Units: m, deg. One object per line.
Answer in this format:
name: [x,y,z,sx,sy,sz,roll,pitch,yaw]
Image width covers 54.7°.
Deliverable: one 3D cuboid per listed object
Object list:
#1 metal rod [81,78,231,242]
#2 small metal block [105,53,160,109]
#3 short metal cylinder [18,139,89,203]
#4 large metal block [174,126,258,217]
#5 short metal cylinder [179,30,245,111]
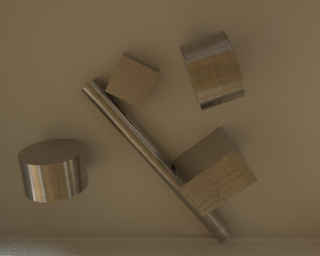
metal rod: [0.004,0.054,0.431,0.025,0.025,0.300,-37,107,12]
small metal block: [-0.034,-0.060,0.389,0.050,0.025,0.050,25,108,-10]
short metal cylinder: [-0.135,0.052,0.399,0.081,0.080,0.050,-1,110,0]
large metal block: [0.068,0.053,0.403,0.080,0.080,0.050,-38,106,12]
short metal cylinder: [0.059,-0.065,0.359,0.050,0.080,0.080,-19,109,6]
